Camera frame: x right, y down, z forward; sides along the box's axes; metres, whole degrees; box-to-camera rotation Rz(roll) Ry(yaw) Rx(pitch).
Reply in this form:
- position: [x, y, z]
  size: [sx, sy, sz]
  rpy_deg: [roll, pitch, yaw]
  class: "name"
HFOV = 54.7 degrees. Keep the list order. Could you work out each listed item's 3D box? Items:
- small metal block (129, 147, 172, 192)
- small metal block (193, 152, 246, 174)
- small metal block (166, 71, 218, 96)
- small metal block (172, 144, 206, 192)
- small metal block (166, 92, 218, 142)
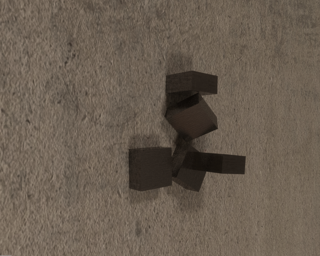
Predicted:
- position: [-0.012, 0.051, 0.397]
  size: [0.050, 0.025, 0.050]
  rpy_deg: [-2, 91, -40]
  class: "small metal block"
- position: [0.082, 0.048, 0.427]
  size: [0.050, 0.050, 0.025]
  rpy_deg: [9, 84, -41]
  class: "small metal block"
- position: [0.044, -0.060, 0.427]
  size: [0.050, 0.050, 0.025]
  rpy_deg: [2, 89, -40]
  class: "small metal block"
- position: [0.040, 0.057, 0.441]
  size: [0.050, 0.025, 0.050]
  rpy_deg: [37, 67, -34]
  class: "small metal block"
- position: [0.044, -0.013, 0.424]
  size: [0.050, 0.050, 0.025]
  rpy_deg: [49, 29, -30]
  class: "small metal block"
